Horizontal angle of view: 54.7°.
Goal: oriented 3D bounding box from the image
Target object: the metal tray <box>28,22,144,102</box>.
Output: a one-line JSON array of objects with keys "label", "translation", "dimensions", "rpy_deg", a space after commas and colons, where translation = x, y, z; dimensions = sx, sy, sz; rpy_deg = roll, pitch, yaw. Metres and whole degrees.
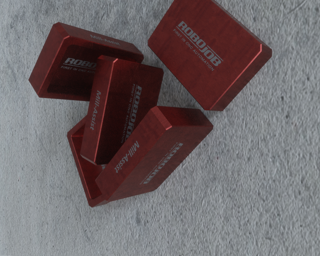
[{"label": "metal tray", "translation": [-0.093, -0.079, 0.413], "dimensions": [0.030, 0.131, 0.090], "rpy_deg": [51, 119, 27]}]

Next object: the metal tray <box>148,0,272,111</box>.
[{"label": "metal tray", "translation": [0.051, -0.094, 0.360], "dimensions": [0.090, 0.030, 0.130], "rpy_deg": [-52, 60, 27]}]

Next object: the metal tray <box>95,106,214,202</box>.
[{"label": "metal tray", "translation": [-0.007, 0.032, 0.368], "dimensions": [0.129, 0.091, 0.030], "rpy_deg": [-51, 61, 28]}]

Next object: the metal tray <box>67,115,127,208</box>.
[{"label": "metal tray", "translation": [-0.091, 0.044, 0.475], "dimensions": [0.090, 0.030, 0.130], "rpy_deg": [-35, 69, 34]}]

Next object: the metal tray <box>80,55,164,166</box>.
[{"label": "metal tray", "translation": [-0.047, -0.021, 0.400], "dimensions": [0.030, 0.091, 0.129], "rpy_deg": [21, 103, 38]}]
